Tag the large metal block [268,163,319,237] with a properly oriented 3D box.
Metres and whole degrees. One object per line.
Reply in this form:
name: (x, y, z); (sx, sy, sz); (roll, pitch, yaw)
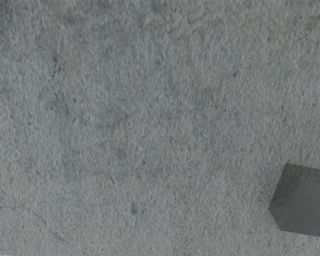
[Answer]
large metal block: (0.213, 0.103, 0.438); (0.081, 0.050, 0.079); (11, 110, -5)
